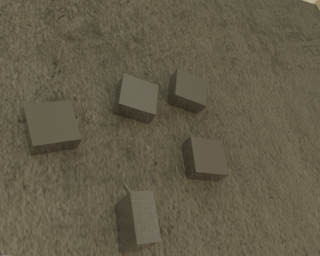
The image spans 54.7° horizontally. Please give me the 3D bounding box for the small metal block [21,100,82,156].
[{"bbox_3d":[-0.120,-0.001,0.341,0.050,0.025,0.050,-8,66,-32],"label":"small metal block"}]

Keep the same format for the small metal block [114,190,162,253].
[{"bbox_3d":[-0.024,0.096,0.317,0.025,0.050,0.050,4,60,-27],"label":"small metal block"}]

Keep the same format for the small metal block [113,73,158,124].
[{"bbox_3d":[-0.032,-0.039,0.412,0.050,0.025,0.050,17,55,-19],"label":"small metal block"}]

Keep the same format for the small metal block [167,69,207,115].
[{"bbox_3d":[0.041,-0.054,0.461,0.050,0.025,0.050,18,54,-18],"label":"small metal block"}]

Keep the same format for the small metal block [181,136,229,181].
[{"bbox_3d":[0.060,0.042,0.412,0.050,0.025,0.050,8,58,-24],"label":"small metal block"}]
